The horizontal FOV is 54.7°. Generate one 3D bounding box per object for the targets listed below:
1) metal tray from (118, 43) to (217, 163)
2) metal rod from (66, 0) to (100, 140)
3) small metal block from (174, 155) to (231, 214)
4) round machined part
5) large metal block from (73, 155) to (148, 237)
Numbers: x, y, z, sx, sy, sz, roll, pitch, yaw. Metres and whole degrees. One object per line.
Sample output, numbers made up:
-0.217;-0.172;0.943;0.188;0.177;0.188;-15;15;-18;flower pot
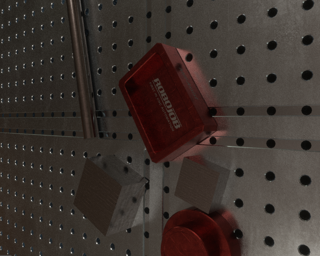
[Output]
0.005;-0.031;0.400;0.090;0.030;0.130;-38;67;33;metal tray
-0.133;-0.129;0.515;0.025;0.025;0.298;-15;80;38;metal rod
0.049;0.065;0.367;0.050;0.025;0.050;21;103;37;small metal block
0.040;0.145;0.364;0.098;0.042;0.097;0;90;39;round machined part
-0.073;0.095;0.451;0.080;0.050;0.079;30;109;35;large metal block
